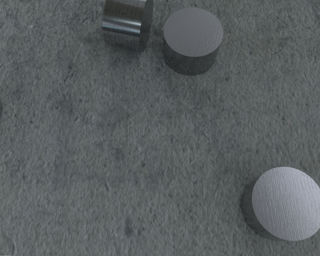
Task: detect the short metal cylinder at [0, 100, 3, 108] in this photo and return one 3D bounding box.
[{"bbox_3d":[-0.249,-0.045,0.393,0.050,0.080,0.080,-37,75,-12],"label":"short metal cylinder"}]

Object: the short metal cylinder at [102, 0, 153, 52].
[{"bbox_3d":[-0.043,-0.151,0.434,0.050,0.080,0.080,12,71,4],"label":"short metal cylinder"}]

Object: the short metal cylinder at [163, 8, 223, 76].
[{"bbox_3d":[0.045,-0.122,0.440,0.081,0.050,0.080,0,70,0],"label":"short metal cylinder"}]

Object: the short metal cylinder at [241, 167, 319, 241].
[{"bbox_3d":[0.141,0.090,0.364,0.081,0.050,0.080,0,70,0],"label":"short metal cylinder"}]
